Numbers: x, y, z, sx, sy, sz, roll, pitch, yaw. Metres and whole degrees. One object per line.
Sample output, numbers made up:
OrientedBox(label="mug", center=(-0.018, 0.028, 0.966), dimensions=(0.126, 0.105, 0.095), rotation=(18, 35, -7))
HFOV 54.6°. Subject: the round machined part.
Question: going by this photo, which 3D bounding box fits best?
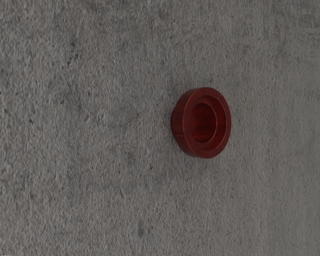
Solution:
OrientedBox(label="round machined part", center=(0.053, -0.007, 0.437), dimensions=(0.099, 0.042, 0.097), rotation=(0, 90, -40))
